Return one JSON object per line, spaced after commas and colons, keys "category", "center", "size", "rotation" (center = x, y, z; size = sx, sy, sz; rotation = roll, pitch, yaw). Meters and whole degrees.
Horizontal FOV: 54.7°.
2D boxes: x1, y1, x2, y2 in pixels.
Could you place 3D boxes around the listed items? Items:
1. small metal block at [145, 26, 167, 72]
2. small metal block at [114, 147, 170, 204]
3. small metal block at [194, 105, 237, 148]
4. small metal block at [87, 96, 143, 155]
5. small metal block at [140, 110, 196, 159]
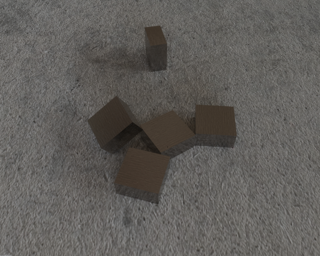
{"category": "small metal block", "center": [-0.007, -0.126, 0.493], "size": [0.025, 0.050, 0.050], "rotation": [-9, 51, -8]}
{"category": "small metal block", "center": [-0.019, 0.054, 0.357], "size": [0.050, 0.025, 0.050], "rotation": [12, 51, 10]}
{"category": "small metal block", "center": [0.071, -0.003, 0.406], "size": [0.050, 0.025, 0.050], "rotation": [3, 50, 2]}
{"category": "small metal block", "center": [-0.057, -0.004, 0.392], "size": [0.050, 0.025, 0.050], "rotation": [-39, 55, 8]}
{"category": "small metal block", "center": [0.009, 0.011, 0.394], "size": [0.050, 0.025, 0.050], "rotation": [-26, 55, -20]}
